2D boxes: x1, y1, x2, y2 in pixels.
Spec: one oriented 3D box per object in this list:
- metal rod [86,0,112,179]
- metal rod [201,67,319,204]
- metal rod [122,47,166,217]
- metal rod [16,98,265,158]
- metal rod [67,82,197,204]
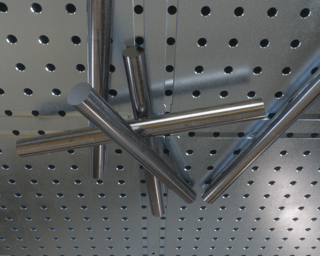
[{"bbox_3d":[-0.074,-0.046,0.371,0.025,0.025,0.298,6,130,-6],"label":"metal rod"},{"bbox_3d":[0.146,0.012,0.424,0.025,0.025,0.298,21,127,-17],"label":"metal rod"},{"bbox_3d":[-0.016,0.029,0.436,0.025,0.025,0.298,-4,130,3],"label":"metal rod"},{"bbox_3d":[-0.029,0.001,0.378,0.301,0.025,0.025,-9,130,7],"label":"metal rod"},{"bbox_3d":[-0.012,0.041,0.392,0.025,0.025,0.300,-20,144,16],"label":"metal rod"}]
